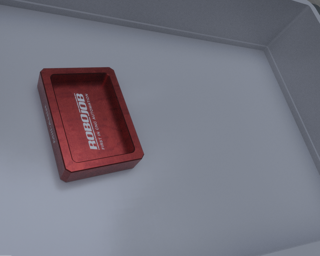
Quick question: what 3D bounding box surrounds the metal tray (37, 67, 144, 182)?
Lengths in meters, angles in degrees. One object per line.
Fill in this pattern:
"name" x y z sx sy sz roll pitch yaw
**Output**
"metal tray" -0.082 -0.010 0.363 0.091 0.030 0.130 -8 66 -32
